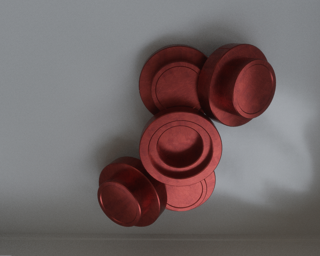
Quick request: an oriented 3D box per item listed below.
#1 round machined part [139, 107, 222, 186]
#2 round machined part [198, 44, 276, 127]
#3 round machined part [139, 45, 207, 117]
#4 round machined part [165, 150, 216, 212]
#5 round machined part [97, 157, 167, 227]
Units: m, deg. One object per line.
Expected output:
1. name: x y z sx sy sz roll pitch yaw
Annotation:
1. round machined part: 0.024 0.020 0.385 0.099 0.042 0.097 0 110 -1
2. round machined part: 0.096 -0.048 0.361 0.099 0.042 0.097 -10 110 -29
3. round machined part: 0.023 -0.051 0.382 0.099 0.042 0.097 0 110 -1
4. round machined part: 0.028 0.075 0.429 0.099 0.042 0.097 0 110 -1
5. round machined part: -0.043 0.091 0.411 0.098 0.042 0.097 13 117 26
